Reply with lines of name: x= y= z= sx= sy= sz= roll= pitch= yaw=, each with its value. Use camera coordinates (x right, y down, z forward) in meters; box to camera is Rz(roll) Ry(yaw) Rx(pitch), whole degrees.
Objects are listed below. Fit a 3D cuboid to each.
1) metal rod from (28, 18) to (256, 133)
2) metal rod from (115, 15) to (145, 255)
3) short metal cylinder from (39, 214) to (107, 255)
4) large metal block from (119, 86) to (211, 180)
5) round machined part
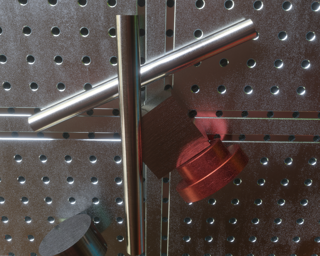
metal rod: x=-0.028 y=-0.062 z=0.389 sx=0.301 sy=0.025 sz=0.025 roll=-23 pitch=109 yaw=7
metal rod: x=-0.033 y=0.024 z=0.368 sx=0.025 sy=0.025 sz=0.298 roll=0 pitch=110 yaw=0
short metal cylinder: x=-0.124 y=0.171 z=0.445 sx=0.080 sy=0.080 sz=0.050 roll=-23 pitch=109 yaw=8
large metal block: x=0.006 y=0.005 z=0.402 sx=0.080 sy=0.050 sz=0.080 roll=-36 pitch=107 yaw=12
round machined part: x=0.060 y=0.049 z=0.396 sx=0.098 sy=0.098 sz=0.042 roll=-36 pitch=90 yaw=12
